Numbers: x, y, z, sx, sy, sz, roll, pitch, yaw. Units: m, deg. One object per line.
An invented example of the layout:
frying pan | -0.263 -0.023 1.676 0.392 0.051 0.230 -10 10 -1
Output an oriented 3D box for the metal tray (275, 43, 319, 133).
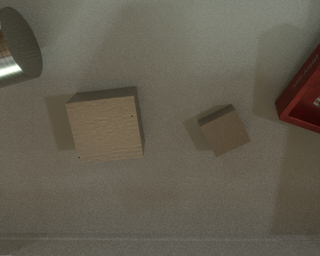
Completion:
metal tray | 0.212 -0.051 0.367 0.091 0.030 0.129 18 132 -7

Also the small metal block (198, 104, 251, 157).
small metal block | 0.085 0.004 0.414 0.050 0.025 0.050 -27 108 9

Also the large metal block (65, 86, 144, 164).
large metal block | -0.065 -0.005 0.395 0.080 0.050 0.079 -7 110 2

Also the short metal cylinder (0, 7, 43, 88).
short metal cylinder | -0.176 -0.088 0.347 0.050 0.080 0.080 -15 110 5
